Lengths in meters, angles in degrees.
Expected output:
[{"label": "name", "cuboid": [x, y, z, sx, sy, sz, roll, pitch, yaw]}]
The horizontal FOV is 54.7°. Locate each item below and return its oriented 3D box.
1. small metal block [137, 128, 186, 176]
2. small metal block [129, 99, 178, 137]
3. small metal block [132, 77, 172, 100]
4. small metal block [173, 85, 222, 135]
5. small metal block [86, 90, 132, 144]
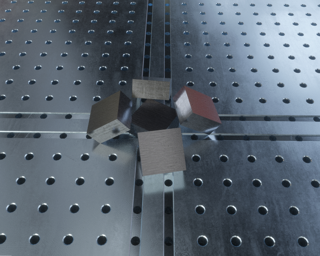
[{"label": "small metal block", "cuboid": [0.001, 0.028, 0.368, 0.050, 0.025, 0.050, -7, 86, -6]}, {"label": "small metal block", "cuboid": [-0.008, -0.008, 0.413, 0.050, 0.025, 0.050, 25, 54, 19]}, {"label": "small metal block", "cuboid": [-0.010, -0.057, 0.439, 0.050, 0.025, 0.050, 5, 14, 4]}, {"label": "small metal block", "cuboid": [0.049, -0.023, 0.412, 0.050, 0.025, 0.050, 18, 41, -32]}, {"label": "small metal block", "cuboid": [-0.065, -0.014, 0.404, 0.050, 0.025, 0.050, -24, 45, 25]}]
